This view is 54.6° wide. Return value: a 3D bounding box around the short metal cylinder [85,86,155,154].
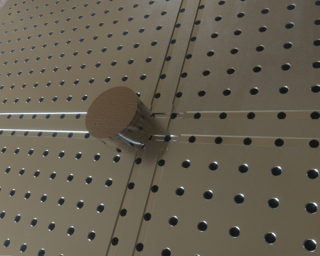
[{"bbox_3d":[-0.055,-0.010,0.428,0.080,0.050,0.080,-13,56,21],"label":"short metal cylinder"}]
